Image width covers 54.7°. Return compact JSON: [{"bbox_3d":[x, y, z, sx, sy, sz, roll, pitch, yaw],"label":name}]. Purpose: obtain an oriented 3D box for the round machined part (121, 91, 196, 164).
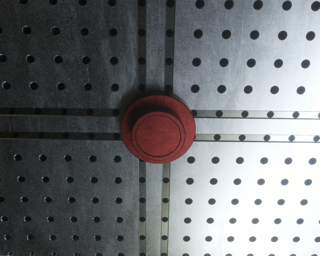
[{"bbox_3d":[-0.002,0.004,0.405,0.099,0.042,0.097,0,110,-1],"label":"round machined part"}]
